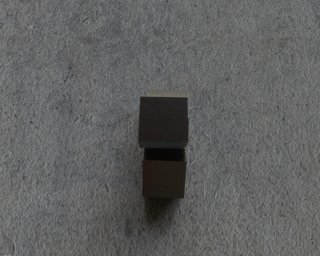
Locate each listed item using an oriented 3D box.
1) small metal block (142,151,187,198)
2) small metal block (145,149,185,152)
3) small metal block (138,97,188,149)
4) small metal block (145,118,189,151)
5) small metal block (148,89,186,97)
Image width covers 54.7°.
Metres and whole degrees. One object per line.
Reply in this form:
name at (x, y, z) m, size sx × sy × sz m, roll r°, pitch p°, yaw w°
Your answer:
small metal block at (0.005, 0.056, 0.375) m, size 0.050 × 0.025 × 0.050 m, roll 2°, pitch 111°, yaw 0°
small metal block at (0.006, 0.020, 0.403) m, size 0.050 × 0.025 × 0.050 m, roll 2°, pitch 70°, yaw 0°
small metal block at (0.004, -0.005, 0.332) m, size 0.050 × 0.025 × 0.050 m, roll 1°, pitch 70°, yaw 0°
small metal block at (0.006, 0.008, 0.366) m, size 0.050 × 0.050 × 0.025 m, roll 2°, pitch 70°, yaw 0°
small metal block at (0.009, -0.027, 0.407) m, size 0.050 × 0.025 × 0.050 m, roll 2°, pitch 34°, yaw 1°
